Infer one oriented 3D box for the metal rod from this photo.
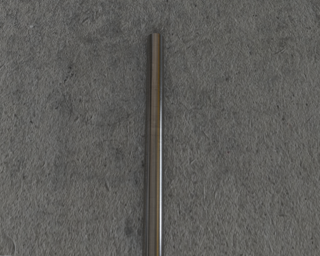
[{"bbox_3d":[-0.007,0.008,0.406,0.025,0.025,0.299,0,70,0],"label":"metal rod"}]
